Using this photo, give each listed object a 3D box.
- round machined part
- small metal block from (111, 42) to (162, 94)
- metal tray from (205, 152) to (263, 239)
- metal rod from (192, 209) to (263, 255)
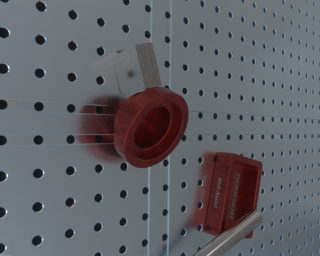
[{"bbox_3d":[-0.015,-0.005,0.369,0.099,0.042,0.097,-29,136,-32],"label":"round machined part"},{"bbox_3d":[-0.029,-0.070,0.369,0.025,0.050,0.050,-21,103,-38],"label":"small metal block"},{"bbox_3d":[0.124,0.111,0.510,0.091,0.030,0.129,18,79,-39],"label":"metal tray"},{"bbox_3d":[0.031,0.195,0.410,0.302,0.025,0.025,-26,107,-29],"label":"metal rod"}]
